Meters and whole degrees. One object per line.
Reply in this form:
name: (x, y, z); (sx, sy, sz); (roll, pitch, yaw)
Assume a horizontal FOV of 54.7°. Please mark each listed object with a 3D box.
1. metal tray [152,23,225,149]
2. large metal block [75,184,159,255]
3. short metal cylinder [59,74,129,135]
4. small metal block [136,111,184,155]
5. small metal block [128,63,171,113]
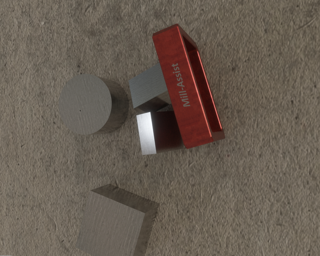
metal tray: (0.037, -0.044, 0.361); (0.030, 0.090, 0.129); (-18, 84, 19)
large metal block: (-0.056, 0.130, 0.415); (0.080, 0.050, 0.080); (17, 96, 19)
short metal cylinder: (-0.090, -0.031, 0.427); (0.080, 0.050, 0.079); (0, 90, 20)
small metal block: (0.001, 0.005, 0.392); (0.025, 0.050, 0.050); (-11, 86, 44)
small metal block: (-0.010, -0.049, 0.401); (0.050, 0.025, 0.050); (-27, 52, 18)
